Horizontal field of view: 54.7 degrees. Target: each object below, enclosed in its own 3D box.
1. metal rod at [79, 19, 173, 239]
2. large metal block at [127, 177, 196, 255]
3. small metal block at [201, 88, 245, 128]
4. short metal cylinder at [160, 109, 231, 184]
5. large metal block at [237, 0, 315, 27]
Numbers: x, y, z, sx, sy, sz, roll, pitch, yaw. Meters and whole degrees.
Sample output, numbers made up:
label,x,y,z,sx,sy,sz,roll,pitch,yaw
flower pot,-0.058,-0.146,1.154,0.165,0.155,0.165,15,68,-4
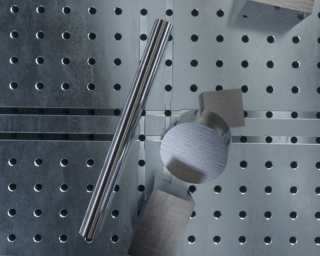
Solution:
label,x,y,z,sx,sy,sz,roll,pitch,yaw
metal rod,-0.045,0.001,0.412,0.025,0.025,0.299,20,90,-1
large metal block,0.001,0.113,0.386,0.050,0.080,0.080,22,90,-1
small metal block,0.083,-0.025,0.415,0.050,0.025,0.050,-6,90,-1
short metal cylinder,0.046,0.022,0.386,0.080,0.050,0.079,6,113,15
large metal block,0.155,-0.187,0.403,0.080,0.050,0.080,12,90,-1
